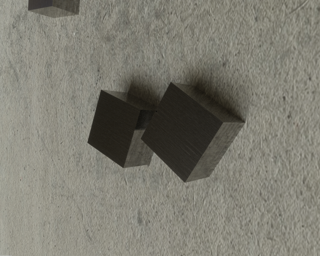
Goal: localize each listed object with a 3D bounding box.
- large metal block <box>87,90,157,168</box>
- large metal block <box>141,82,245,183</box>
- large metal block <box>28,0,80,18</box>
[{"bbox_3d":[-0.047,-0.001,0.428,0.080,0.050,0.079,28,108,36],"label":"large metal block"},{"bbox_3d":[0.036,0.004,0.359,0.080,0.050,0.080,43,116,31],"label":"large metal block"},{"bbox_3d":[-0.184,-0.242,0.540,0.080,0.050,0.079,11,97,39],"label":"large metal block"}]
